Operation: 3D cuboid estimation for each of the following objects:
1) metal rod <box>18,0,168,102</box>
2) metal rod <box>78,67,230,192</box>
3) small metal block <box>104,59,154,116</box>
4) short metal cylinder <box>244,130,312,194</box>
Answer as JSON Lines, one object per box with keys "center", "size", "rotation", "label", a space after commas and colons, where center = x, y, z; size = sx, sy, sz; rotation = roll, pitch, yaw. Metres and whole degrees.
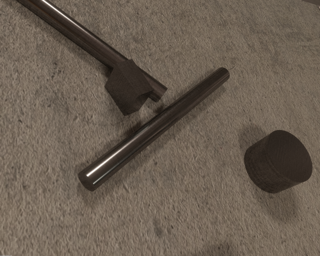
{"center": [-0.118, -0.134, 0.422], "size": [0.301, 0.025, 0.025], "rotation": [36, 51, -5], "label": "metal rod"}
{"center": [0.014, -0.016, 0.422], "size": [0.025, 0.025, 0.302], "rotation": [48, 51, 5], "label": "metal rod"}
{"center": [-0.041, -0.051, 0.398], "size": [0.025, 0.050, 0.050], "rotation": [-26, 76, -37], "label": "small metal block"}
{"center": [0.172, 0.050, 0.453], "size": [0.081, 0.050, 0.080], "rotation": [14, 56, -21], "label": "short metal cylinder"}
